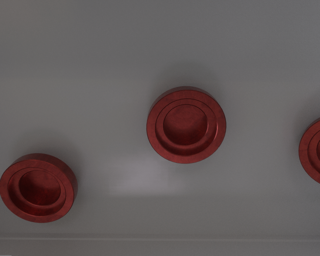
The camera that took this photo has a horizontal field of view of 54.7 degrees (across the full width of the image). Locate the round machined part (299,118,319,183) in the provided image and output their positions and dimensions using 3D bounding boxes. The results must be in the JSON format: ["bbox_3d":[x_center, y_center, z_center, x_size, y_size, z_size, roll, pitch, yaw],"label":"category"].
[{"bbox_3d":[0.235,0.027,0.400,0.098,0.042,0.097,8,107,27],"label":"round machined part"}]

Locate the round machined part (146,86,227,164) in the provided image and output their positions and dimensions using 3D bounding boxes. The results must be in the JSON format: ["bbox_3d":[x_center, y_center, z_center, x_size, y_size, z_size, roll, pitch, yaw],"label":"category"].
[{"bbox_3d":[0.033,-0.007,0.400,0.099,0.042,0.097,0,110,0],"label":"round machined part"}]

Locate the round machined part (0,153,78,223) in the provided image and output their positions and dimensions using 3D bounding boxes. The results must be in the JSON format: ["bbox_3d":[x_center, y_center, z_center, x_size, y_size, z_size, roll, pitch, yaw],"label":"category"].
[{"bbox_3d":[-0.163,0.079,0.430,0.099,0.042,0.097,0,110,0],"label":"round machined part"}]
